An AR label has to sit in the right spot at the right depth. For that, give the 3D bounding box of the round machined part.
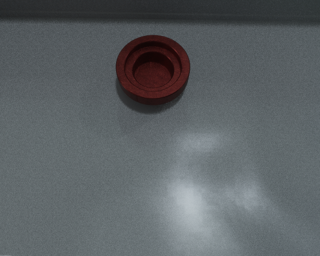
[{"bbox_3d":[-0.009,-0.075,0.428,0.099,0.042,0.098,0,70,-1],"label":"round machined part"}]
